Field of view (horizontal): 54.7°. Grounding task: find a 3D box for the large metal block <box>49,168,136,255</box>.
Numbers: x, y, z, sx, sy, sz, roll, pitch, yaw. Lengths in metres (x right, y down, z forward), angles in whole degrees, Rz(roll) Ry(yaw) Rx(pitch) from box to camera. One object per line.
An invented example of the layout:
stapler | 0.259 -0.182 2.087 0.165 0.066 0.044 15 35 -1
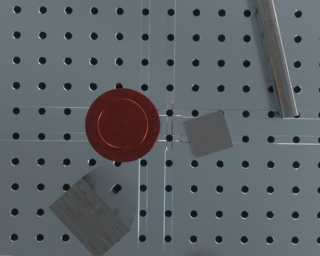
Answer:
large metal block | -0.079 0.101 0.385 0.050 0.080 0.080 -42 90 0

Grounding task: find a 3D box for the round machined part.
round machined part | -0.049 -0.003 0.404 0.099 0.042 0.097 0 90 0

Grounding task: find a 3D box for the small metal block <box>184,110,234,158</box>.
small metal block | 0.064 0.008 0.414 0.050 0.025 0.050 -17 90 0

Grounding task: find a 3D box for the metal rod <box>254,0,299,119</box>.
metal rod | 0.141 -0.161 0.414 0.025 0.025 0.298 -12 90 0
